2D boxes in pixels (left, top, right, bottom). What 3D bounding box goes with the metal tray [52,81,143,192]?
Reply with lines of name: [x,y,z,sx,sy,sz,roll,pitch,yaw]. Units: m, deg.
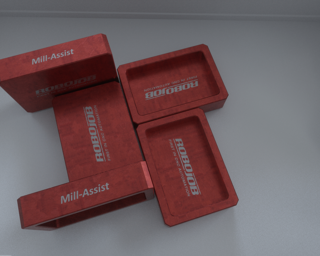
metal tray: [-0.079,0.011,0.399,0.091,0.030,0.130,-16,71,-6]

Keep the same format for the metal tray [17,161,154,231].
metal tray: [-0.073,0.078,0.343,0.131,0.090,0.030,-16,71,-6]

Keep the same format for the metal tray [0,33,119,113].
metal tray: [-0.122,-0.066,0.394,0.131,0.090,0.030,-17,71,-7]

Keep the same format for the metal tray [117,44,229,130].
metal tray: [0.016,-0.057,0.426,0.131,0.030,0.090,-16,71,-6]

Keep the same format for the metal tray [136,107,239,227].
metal tray: [0.031,0.047,0.388,0.091,0.030,0.130,-16,71,-6]
